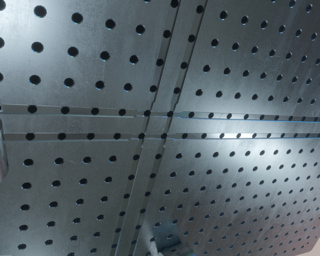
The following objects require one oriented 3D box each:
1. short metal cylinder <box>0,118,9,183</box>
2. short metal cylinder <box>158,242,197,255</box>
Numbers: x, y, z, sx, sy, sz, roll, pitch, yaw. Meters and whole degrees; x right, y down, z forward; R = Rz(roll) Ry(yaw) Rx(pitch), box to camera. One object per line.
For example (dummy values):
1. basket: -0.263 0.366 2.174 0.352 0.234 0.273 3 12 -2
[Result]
1. short metal cylinder: -0.188 0.022 0.287 0.081 0.080 0.050 -7 122 -25
2. short metal cylinder: 0.037 0.251 0.551 0.050 0.080 0.079 -17 125 -19
